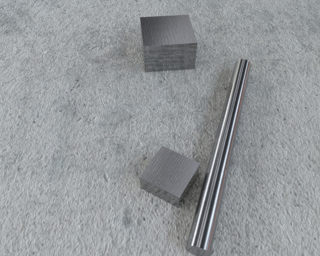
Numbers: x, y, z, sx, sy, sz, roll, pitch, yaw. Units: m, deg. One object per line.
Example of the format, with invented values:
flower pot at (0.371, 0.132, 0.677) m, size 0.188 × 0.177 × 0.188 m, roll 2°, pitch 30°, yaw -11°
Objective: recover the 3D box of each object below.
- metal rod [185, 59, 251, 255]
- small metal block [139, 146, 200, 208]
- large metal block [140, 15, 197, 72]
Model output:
metal rod at (0.084, 0.011, 0.394) m, size 0.025 × 0.025 × 0.300 m, roll 14°, pitch 51°, yaw 11°
small metal block at (0.012, 0.055, 0.357) m, size 0.050 × 0.025 × 0.050 m, roll 24°, pitch 54°, yaw 19°
large metal block at (0.012, -0.138, 0.503) m, size 0.081 × 0.050 × 0.080 m, roll -5°, pitch 50°, yaw -4°
